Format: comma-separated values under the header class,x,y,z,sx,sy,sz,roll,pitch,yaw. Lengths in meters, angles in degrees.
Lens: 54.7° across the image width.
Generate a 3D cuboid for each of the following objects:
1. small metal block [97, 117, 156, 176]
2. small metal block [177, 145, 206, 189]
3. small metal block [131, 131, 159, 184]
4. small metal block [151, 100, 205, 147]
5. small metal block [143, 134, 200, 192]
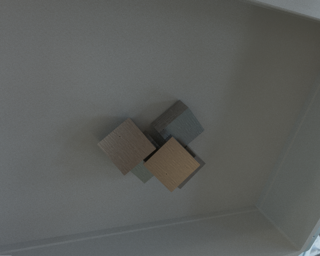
class,x,y,z,sx,sy,sz,roll,pitch,yaw
small metal block,-0.040,0.022,0.384,0.050,0.025,0.050,-41,91,-1
small metal block,0.028,0.048,0.437,0.050,0.050,0.025,-46,130,4
small metal block,-0.020,0.040,0.422,0.050,0.025,0.050,-41,130,-1
small metal block,0.025,-0.001,0.421,0.050,0.025,0.050,-41,130,-1
small metal block,0.014,0.044,0.395,0.050,0.025,0.050,-44,96,2
